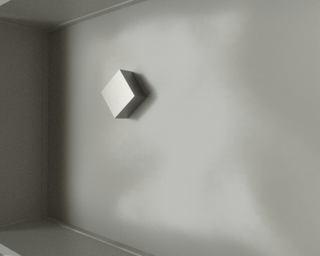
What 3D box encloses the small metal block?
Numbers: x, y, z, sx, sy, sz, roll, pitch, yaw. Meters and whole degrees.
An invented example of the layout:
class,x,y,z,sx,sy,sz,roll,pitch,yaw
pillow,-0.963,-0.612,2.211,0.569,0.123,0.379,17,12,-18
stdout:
class,x,y,z,sx,sy,sz,roll,pitch,yaw
small metal block,-0.053,-0.049,0.452,0.050,0.025,0.050,-44,64,31
